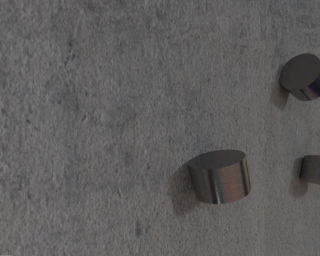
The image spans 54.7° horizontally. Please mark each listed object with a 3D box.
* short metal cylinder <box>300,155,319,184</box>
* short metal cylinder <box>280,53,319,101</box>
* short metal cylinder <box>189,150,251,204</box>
[{"bbox_3d":[0.350,0.093,0.667,0.080,0.080,0.050,23,75,-38],"label":"short metal cylinder"},{"bbox_3d":[0.288,-0.100,0.614,0.050,0.080,0.080,28,72,-37],"label":"short metal cylinder"},{"bbox_3d":[0.086,0.067,0.444,0.081,0.080,0.050,-21,104,-38],"label":"short metal cylinder"}]
